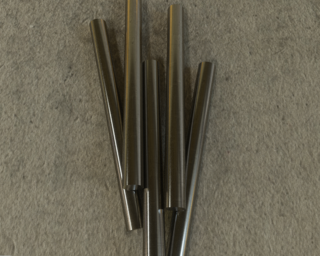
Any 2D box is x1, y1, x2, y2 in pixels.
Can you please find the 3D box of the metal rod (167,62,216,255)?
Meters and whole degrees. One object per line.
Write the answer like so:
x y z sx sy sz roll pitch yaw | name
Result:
0.038 0.050 0.390 0.025 0.025 0.299 11 70 3 | metal rod

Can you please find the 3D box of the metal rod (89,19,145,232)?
-0.060 -0.018 0.414 0.025 0.025 0.299 -12 71 -5 | metal rod

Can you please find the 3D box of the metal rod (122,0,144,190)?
-0.036 -0.067 0.418 0.025 0.025 0.299 -2 65 -1 | metal rod

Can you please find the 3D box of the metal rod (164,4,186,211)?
0.021 -0.044 0.412 0.025 0.025 0.299 2 65 0 | metal rod

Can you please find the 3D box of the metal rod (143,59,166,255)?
-0.009 0.046 0.379 0.025 0.025 0.299 -1 66 -1 | metal rod
